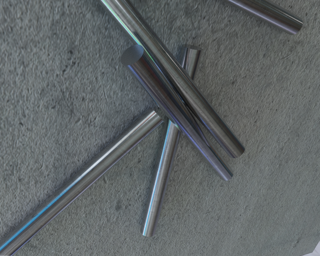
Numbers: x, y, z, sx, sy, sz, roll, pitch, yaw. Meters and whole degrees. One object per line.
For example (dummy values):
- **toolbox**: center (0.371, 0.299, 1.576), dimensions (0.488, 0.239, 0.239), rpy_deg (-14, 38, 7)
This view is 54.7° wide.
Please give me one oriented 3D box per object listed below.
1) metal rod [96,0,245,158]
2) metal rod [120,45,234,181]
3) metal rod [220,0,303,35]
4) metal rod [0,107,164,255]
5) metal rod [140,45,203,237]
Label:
- **metal rod**: center (0.016, -0.060, 0.350), dimensions (0.025, 0.025, 0.300), rpy_deg (-43, 121, 2)
- **metal rod**: center (0.042, 0.004, 0.401), dimensions (0.025, 0.025, 0.300), rpy_deg (-42, 139, 1)
- **metal rod**: center (0.056, -0.159, 0.338), dimensions (0.302, 0.025, 0.025), rpy_deg (9, 114, -33)
- **metal rod**: center (-0.116, 0.082, 0.394), dimensions (0.300, 0.025, 0.025), rpy_deg (-42, 129, 0)
- **metal rod**: center (0.010, 0.035, 0.433), dimensions (0.025, 0.025, 0.298), rpy_deg (-2, 120, -28)
